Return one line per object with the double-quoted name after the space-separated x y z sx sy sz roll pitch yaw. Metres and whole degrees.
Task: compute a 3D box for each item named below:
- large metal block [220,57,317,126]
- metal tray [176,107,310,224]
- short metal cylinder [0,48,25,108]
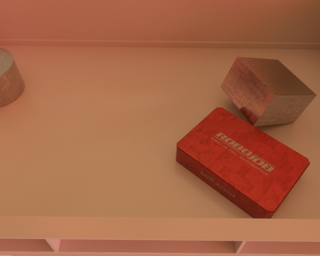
0.143 -0.050 0.417 0.081 0.050 0.080 -4 47 -31 "large metal block"
0.095 0.038 0.371 0.130 0.030 0.090 35 58 25 "metal tray"
-0.245 -0.072 0.447 0.081 0.050 0.080 0 50 0 "short metal cylinder"
